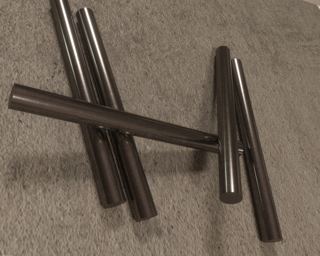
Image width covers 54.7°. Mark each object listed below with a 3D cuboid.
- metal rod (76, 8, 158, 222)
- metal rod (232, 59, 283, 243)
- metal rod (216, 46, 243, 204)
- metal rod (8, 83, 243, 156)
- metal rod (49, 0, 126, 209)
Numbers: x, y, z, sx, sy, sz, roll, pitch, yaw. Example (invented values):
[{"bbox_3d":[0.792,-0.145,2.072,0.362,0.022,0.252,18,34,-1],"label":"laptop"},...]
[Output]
[{"bbox_3d":[-0.061,-0.033,0.391,0.025,0.025,0.299,-6,65,-31],"label":"metal rod"},{"bbox_3d":[0.138,0.015,0.470,0.025,0.025,0.299,11,57,-23],"label":"metal rod"},{"bbox_3d":[0.095,-0.029,0.444,0.025,0.025,0.300,24,44,-14],"label":"metal rod"},{"bbox_3d":[-0.014,0.000,0.368,0.302,0.025,0.025,14,56,-32],"label":"metal rod"},{"bbox_3d":[-0.096,-0.050,0.383,0.025,0.025,0.299,-6,65,-31],"label":"metal rod"}]
